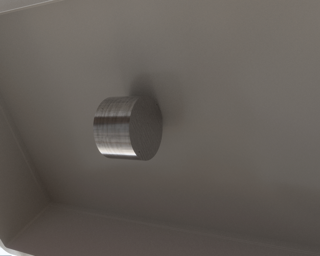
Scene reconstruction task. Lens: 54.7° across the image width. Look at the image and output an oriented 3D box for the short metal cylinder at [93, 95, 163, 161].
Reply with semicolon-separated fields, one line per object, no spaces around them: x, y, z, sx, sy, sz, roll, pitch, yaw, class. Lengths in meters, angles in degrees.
-0.038;0.000;0.388;0.050;0.080;0.080;0;119;28;short metal cylinder
